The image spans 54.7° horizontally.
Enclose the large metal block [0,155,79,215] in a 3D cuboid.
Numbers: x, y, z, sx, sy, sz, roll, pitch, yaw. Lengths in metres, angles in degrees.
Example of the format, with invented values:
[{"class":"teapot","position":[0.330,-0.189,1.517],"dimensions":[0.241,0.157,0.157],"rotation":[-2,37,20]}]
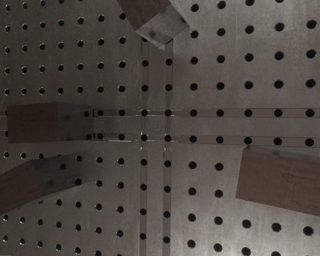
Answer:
[{"class":"large metal block","position":[-0.180,0.080,0.445],"dimensions":[0.080,0.080,0.050],"rotation":[-25,82,18]}]

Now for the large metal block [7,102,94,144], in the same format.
[{"class":"large metal block","position":[-0.151,-0.006,0.435],"dimensions":[0.080,0.080,0.050],"rotation":[-3,89,19]}]

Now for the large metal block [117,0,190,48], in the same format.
[{"class":"large metal block","position":[-0.014,-0.156,0.388],"dimensions":[0.050,0.080,0.080],"rotation":[-33,80,17]}]

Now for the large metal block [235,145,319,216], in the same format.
[{"class":"large metal block","position":[0.131,0.052,0.337],"dimensions":[0.080,0.080,0.050],"rotation":[9,93,19]}]
